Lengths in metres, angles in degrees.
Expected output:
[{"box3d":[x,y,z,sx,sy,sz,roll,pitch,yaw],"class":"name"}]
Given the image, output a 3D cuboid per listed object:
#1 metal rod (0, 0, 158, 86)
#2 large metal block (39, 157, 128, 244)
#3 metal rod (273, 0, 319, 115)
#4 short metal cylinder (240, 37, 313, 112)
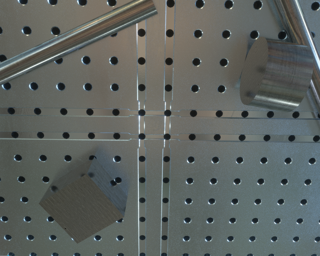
[{"box3d":[-0.146,-0.088,0.378,0.301,0.025,0.025,-22,109,7],"class":"metal rod"},{"box3d":[-0.104,0.101,0.436,0.080,0.050,0.080,-32,107,11],"class":"large metal block"},{"box3d":[0.180,-0.094,0.381,0.025,0.025,0.299,-28,108,9],"class":"metal rod"},{"box3d":[0.133,-0.062,0.363,0.050,0.080,0.079,10,110,-4],"class":"short metal cylinder"}]
